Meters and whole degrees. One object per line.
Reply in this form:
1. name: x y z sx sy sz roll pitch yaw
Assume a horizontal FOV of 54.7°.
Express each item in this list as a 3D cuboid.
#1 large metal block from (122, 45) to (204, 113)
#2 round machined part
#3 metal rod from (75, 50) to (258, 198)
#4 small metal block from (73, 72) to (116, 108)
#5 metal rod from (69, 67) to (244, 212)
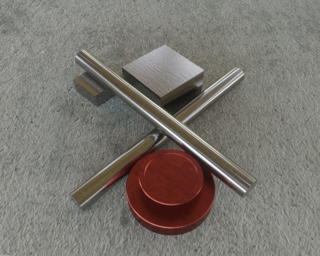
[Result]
1. large metal block: 0.004 -0.066 0.445 0.080 0.050 0.080 -34 58 -26
2. round machined part: 0.012 0.062 0.341 0.099 0.042 0.098 0 50 0
3. metal rod: -0.011 -0.020 0.389 0.025 0.025 0.300 -36 59 -27
4. small metal block: -0.090 -0.063 0.458 0.050 0.025 0.050 35 58 25
5. metal rod: 0.014 0.000 0.407 0.025 0.025 0.302 37 59 26
